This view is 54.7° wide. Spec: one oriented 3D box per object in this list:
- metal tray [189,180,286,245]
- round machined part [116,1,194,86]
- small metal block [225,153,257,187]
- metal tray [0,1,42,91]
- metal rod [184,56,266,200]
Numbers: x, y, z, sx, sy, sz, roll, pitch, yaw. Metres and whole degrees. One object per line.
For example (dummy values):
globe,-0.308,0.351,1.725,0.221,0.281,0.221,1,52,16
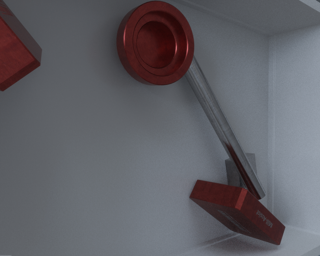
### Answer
metal tray,0.117,0.127,0.465,0.130,0.090,0.030,42,64,-32
round machined part,-0.009,-0.102,0.383,0.099,0.042,0.097,-4,98,-32
small metal block,0.139,0.073,0.527,0.050,0.025,0.050,-15,100,-39
metal tray,-0.130,-0.082,0.229,0.030,0.130,0.090,-37,116,-5
metal rod,0.086,-0.014,0.461,0.025,0.025,0.299,-42,110,-32
